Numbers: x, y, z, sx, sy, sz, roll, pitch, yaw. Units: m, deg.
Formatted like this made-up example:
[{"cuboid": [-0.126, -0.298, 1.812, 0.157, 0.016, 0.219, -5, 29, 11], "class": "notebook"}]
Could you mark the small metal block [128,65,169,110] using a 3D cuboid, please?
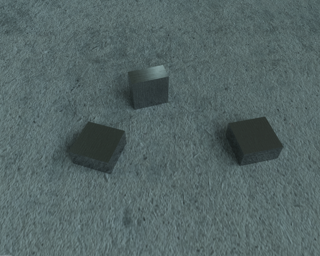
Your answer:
[{"cuboid": [-0.016, -0.056, 0.434, 0.050, 0.050, 0.025, -14, 52, -11], "class": "small metal block"}]

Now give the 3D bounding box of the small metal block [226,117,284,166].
[{"cuboid": [0.117, 0.016, 0.390, 0.050, 0.025, 0.050, -10, 51, -9], "class": "small metal block"}]

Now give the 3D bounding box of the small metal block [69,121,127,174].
[{"cuboid": [-0.075, 0.024, 0.383, 0.050, 0.025, 0.050, 14, 51, 11], "class": "small metal block"}]
